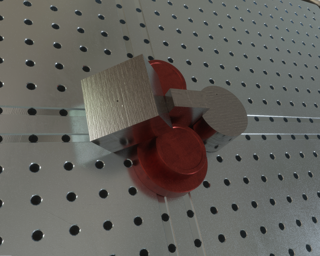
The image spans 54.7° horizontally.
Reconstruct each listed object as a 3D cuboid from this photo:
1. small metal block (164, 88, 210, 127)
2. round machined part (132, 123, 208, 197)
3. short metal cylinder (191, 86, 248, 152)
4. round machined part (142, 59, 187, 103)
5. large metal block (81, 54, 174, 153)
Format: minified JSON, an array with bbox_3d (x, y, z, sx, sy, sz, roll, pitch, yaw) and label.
[{"bbox_3d":[0.026,-0.024,0.392,0.050,0.050,0.025,1,61,-28],"label":"small metal block"},{"bbox_3d":[0.018,0.033,0.387,0.099,0.042,0.098,14,56,-21],"label":"round machined part"},{"bbox_3d":[0.076,-0.013,0.439,0.081,0.050,0.080,14,56,-21],"label":"short metal cylinder"},{"bbox_3d":[-0.003,-0.056,0.430,0.099,0.042,0.098,14,56,-21],"label":"round machined part"},{"bbox_3d":[-0.039,-0.027,0.361,0.050,0.080,0.080,44,28,-62],"label":"large metal block"}]
